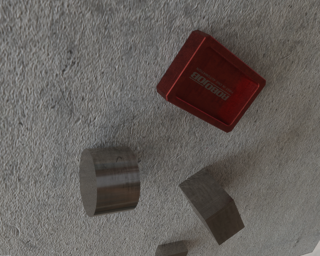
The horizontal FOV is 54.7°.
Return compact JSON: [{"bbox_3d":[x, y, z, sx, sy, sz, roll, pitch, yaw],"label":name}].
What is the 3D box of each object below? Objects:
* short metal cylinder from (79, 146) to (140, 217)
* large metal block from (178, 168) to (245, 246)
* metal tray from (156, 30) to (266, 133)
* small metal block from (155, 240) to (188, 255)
[{"bbox_3d":[-0.063,0.063,0.376,0.050,0.080,0.079,-2,120,-28],"label":"short metal cylinder"},{"bbox_3d":[0.082,0.124,0.493,0.050,0.080,0.080,-34,129,-6],"label":"large metal block"},{"bbox_3d":[0.071,-0.056,0.407,0.131,0.030,0.090,25,105,-37],"label":"metal tray"},{"bbox_3d":[0.018,0.236,0.563,0.050,0.025,0.050,-1,119,-28],"label":"small metal block"}]
